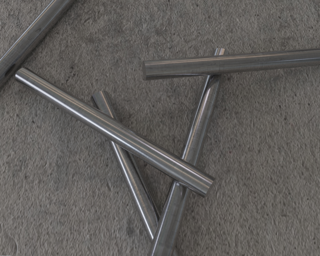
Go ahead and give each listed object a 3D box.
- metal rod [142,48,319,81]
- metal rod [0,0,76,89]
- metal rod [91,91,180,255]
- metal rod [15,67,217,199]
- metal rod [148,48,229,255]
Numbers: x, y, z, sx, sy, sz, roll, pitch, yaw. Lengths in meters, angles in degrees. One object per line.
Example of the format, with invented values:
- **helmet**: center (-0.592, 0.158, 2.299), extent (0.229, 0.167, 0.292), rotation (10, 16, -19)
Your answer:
- **metal rod**: center (0.127, -0.089, 0.418), extent (0.302, 0.025, 0.025), rotation (-7, 70, -12)
- **metal rod**: center (-0.180, -0.148, 0.460), extent (0.025, 0.025, 0.300), rotation (29, 72, 10)
- **metal rod**: center (-0.021, 0.085, 0.376), extent (0.025, 0.025, 0.299), rotation (-23, 72, -8)
- **metal rod**: center (-0.069, -0.004, 0.382), extent (0.300, 0.025, 0.025), rotation (29, 72, 20)
- **metal rod**: center (0.042, 0.021, 0.385), extent (0.025, 0.025, 0.300), rotation (17, 65, 6)
